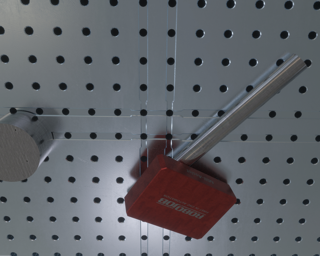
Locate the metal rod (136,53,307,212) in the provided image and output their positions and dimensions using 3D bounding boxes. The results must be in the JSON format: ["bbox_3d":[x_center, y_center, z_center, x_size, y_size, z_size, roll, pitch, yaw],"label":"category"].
[{"bbox_3d":[0.066,0.015,0.419,0.299,0.025,0.025,-42,105,14],"label":"metal rod"}]

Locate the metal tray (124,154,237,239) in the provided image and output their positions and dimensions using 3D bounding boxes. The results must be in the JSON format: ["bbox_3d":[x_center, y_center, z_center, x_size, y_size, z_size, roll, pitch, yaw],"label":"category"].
[{"bbox_3d":[0.029,0.099,0.428,0.131,0.030,0.090,27,112,-25],"label":"metal tray"}]

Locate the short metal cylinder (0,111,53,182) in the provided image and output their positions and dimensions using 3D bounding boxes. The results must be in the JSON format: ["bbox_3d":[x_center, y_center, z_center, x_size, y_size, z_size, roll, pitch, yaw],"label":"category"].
[{"bbox_3d":[-0.189,0.023,0.407,0.081,0.050,0.079,0,110,0],"label":"short metal cylinder"}]
